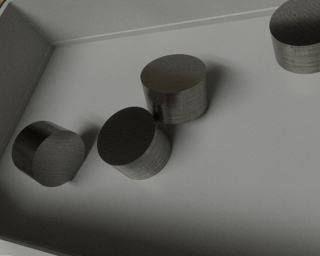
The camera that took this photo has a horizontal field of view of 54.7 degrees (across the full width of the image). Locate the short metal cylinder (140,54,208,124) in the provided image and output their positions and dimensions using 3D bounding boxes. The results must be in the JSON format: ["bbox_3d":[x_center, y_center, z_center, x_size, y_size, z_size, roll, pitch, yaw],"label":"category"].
[{"bbox_3d":[0.020,-0.050,0.393,0.080,0.050,0.080,-6,44,6],"label":"short metal cylinder"}]

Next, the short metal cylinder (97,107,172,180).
[{"bbox_3d":[-0.032,0.020,0.393,0.080,0.050,0.080,-13,56,21],"label":"short metal cylinder"}]

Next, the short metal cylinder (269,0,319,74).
[{"bbox_3d":[0.175,-0.111,0.366,0.080,0.050,0.080,-13,56,20],"label":"short metal cylinder"}]

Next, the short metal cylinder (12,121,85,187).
[{"bbox_3d":[-0.152,0.035,0.427,0.050,0.080,0.080,19,72,35],"label":"short metal cylinder"}]
